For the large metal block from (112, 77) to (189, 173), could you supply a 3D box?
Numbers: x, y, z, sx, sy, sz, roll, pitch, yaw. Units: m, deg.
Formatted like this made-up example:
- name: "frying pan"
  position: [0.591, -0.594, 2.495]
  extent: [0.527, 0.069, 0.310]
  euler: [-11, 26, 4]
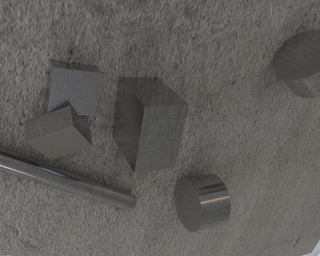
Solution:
- name: "large metal block"
  position: [-0.016, -0.007, 0.359]
  extent: [0.050, 0.080, 0.079]
  euler: [-4, 120, -27]

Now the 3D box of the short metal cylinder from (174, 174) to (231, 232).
- name: "short metal cylinder"
  position: [0.063, 0.114, 0.476]
  extent: [0.050, 0.080, 0.079]
  euler: [-5, 121, -26]

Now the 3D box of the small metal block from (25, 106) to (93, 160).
- name: "small metal block"
  position: [-0.107, 0.007, 0.333]
  extent: [0.050, 0.025, 0.050]
  euler: [-18, 150, 2]

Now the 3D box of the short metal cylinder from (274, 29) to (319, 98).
- name: "short metal cylinder"
  position: [0.209, -0.088, 0.431]
  extent: [0.050, 0.080, 0.080]
  euler: [34, 99, -39]

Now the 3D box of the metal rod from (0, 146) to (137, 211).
- name: "metal rod"
  position: [-0.145, 0.049, 0.358]
  extent: [0.301, 0.025, 0.025]
  euler: [30, 102, -38]

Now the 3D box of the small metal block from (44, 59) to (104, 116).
- name: "small metal block"
  position: [-0.093, -0.042, 0.330]
  extent: [0.050, 0.025, 0.050]
  euler: [2, 117, -30]
